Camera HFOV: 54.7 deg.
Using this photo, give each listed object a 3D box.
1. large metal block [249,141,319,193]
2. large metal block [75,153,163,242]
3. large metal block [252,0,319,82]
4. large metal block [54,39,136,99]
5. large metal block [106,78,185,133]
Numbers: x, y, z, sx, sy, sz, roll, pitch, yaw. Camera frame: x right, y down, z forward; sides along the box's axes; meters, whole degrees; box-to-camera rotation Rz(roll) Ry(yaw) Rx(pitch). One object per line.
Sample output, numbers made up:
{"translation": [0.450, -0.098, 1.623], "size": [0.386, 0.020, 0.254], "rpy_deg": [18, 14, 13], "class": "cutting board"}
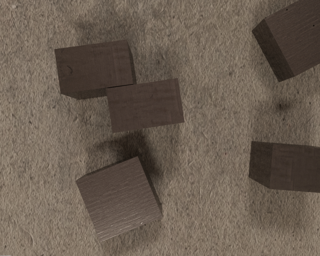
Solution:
{"translation": [0.164, 0.046, 0.385], "size": [0.081, 0.080, 0.050], "rpy_deg": [5, 90, -1], "class": "large metal block"}
{"translation": [-0.049, 0.085, 0.397], "size": [0.080, 0.050, 0.080], "rpy_deg": [-22, 90, -1], "class": "large metal block"}
{"translation": [0.180, -0.116, 0.400], "size": [0.080, 0.050, 0.080], "rpy_deg": [-28, 90, 0], "class": "large metal block"}
{"translation": [-0.073, -0.068, 0.382], "size": [0.081, 0.080, 0.050], "rpy_deg": [-8, 90, 0], "class": "large metal block"}
{"translation": [-0.016, -0.025, 0.382], "size": [0.081, 0.080, 0.050], "rpy_deg": [-9, 90, 0], "class": "large metal block"}
